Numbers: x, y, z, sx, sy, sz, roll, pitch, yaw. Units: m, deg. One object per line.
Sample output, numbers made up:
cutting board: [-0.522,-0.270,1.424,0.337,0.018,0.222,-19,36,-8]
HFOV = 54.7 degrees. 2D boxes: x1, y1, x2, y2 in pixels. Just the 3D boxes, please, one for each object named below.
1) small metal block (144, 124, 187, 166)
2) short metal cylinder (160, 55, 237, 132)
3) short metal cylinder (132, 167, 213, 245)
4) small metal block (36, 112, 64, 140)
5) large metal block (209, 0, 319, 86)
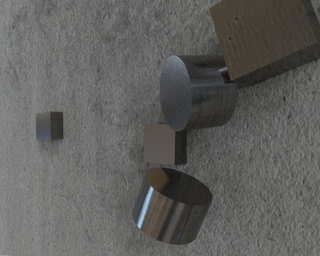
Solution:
small metal block: [0.007,0.020,0.399,0.050,0.025,0.050,2,91,40]
short metal cylinder: [0.038,-0.038,0.336,0.080,0.050,0.080,174,90,-68]
short metal cylinder: [0.014,0.087,0.358,0.080,0.081,0.050,30,109,36]
small metal block: [-0.205,-0.003,0.574,0.050,0.025,0.050,-3,88,40]
large metal block: [0.105,-0.095,0.302,0.080,0.050,0.080,-22,76,37]
